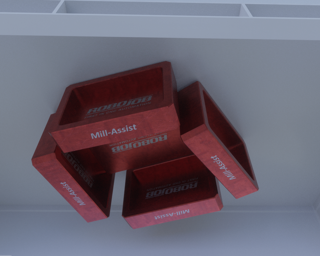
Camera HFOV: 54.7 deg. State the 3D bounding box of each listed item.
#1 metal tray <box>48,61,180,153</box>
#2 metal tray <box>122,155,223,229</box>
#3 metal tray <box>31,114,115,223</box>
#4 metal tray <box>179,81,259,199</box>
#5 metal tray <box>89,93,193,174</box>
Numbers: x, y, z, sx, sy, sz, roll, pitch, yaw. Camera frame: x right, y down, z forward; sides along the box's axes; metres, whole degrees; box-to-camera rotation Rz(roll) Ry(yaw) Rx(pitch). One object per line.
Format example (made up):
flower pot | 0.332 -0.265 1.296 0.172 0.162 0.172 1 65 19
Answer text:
metal tray | -0.047 -0.025 0.341 0.131 0.090 0.030 -12 129 9
metal tray | 0.015 0.083 0.435 0.130 0.090 0.030 -16 128 12
metal tray | -0.104 0.050 0.405 0.030 0.090 0.130 -17 129 13
metal tray | 0.071 0.016 0.379 0.030 0.090 0.130 -29 125 23
metal tray | -0.028 0.008 0.409 0.130 0.030 0.090 -15 129 12
